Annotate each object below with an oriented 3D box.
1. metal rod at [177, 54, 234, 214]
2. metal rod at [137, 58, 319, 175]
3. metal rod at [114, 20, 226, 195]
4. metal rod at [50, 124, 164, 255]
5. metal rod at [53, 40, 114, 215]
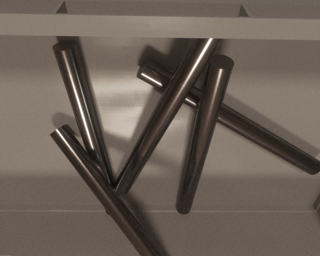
[{"bbox_3d":[0.050,0.035,0.416,0.025,0.025,0.298,3,137,-3],"label":"metal rod"},{"bbox_3d":[0.105,-0.005,0.406,0.301,0.025,0.025,27,125,-22],"label":"metal rod"},{"bbox_3d":[-0.006,0.002,0.385,0.025,0.025,0.298,16,136,-14],"label":"metal rod"},{"bbox_3d":[-0.050,0.124,0.427,0.025,0.025,0.299,-33,96,24],"label":"metal rod"},{"bbox_3d":[-0.091,0.025,0.428,0.025,0.025,0.298,-4,130,2],"label":"metal rod"}]
